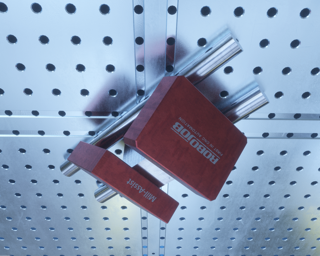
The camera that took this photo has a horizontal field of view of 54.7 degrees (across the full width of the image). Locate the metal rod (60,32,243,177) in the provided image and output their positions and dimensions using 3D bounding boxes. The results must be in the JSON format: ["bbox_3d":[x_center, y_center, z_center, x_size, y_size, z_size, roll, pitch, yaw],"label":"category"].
[{"bbox_3d":[-0.028,-0.016,0.398,0.299,0.025,0.025,-35,122,25],"label":"metal rod"}]

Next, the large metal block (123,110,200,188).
[{"bbox_3d":[0.000,0.023,0.394,0.080,0.080,0.050,-34,122,25],"label":"large metal block"}]

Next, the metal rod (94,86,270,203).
[{"bbox_3d":[0.015,0.035,0.442,0.299,0.025,0.025,-34,123,25],"label":"metal rod"}]

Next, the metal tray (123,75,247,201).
[{"bbox_3d":[0.035,0.014,0.352,0.130,0.030,0.090,39,76,-29],"label":"metal tray"}]

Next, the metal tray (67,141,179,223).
[{"bbox_3d":[-0.047,0.069,0.399,0.130,0.030,0.090,42,162,-30],"label":"metal tray"}]
